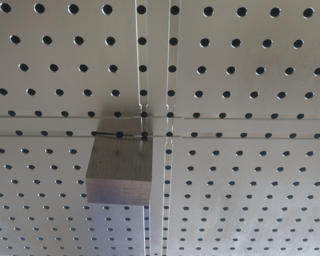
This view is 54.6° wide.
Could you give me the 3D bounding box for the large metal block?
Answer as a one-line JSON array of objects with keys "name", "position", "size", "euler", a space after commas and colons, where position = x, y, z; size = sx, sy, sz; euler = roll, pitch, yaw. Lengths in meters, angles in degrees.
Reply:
[{"name": "large metal block", "position": [-0.052, 0.056, 0.422], "size": [0.080, 0.080, 0.050], "euler": [4, 130, -4]}]
